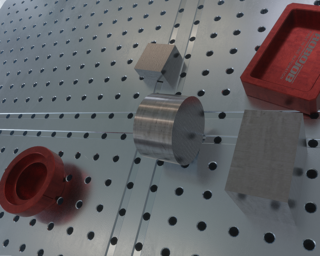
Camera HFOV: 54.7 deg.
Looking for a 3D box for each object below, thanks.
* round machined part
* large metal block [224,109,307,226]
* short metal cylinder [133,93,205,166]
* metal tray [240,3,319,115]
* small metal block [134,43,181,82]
[{"bbox_3d":[-0.176,0.078,0.442,0.098,0.042,0.098,-13,56,21],"label":"round machined part"},{"bbox_3d":[0.105,0.038,0.294,0.050,0.080,0.080,6,65,31],"label":"large metal block"},{"bbox_3d":[0.013,0.000,0.366,0.050,0.080,0.080,9,66,32],"label":"short metal cylinder"},{"bbox_3d":[0.168,-0.087,0.370,0.090,0.030,0.130,26,76,37],"label":"metal tray"},{"bbox_3d":[-0.003,-0.101,0.472,0.050,0.025,0.050,14,69,33],"label":"small metal block"}]
